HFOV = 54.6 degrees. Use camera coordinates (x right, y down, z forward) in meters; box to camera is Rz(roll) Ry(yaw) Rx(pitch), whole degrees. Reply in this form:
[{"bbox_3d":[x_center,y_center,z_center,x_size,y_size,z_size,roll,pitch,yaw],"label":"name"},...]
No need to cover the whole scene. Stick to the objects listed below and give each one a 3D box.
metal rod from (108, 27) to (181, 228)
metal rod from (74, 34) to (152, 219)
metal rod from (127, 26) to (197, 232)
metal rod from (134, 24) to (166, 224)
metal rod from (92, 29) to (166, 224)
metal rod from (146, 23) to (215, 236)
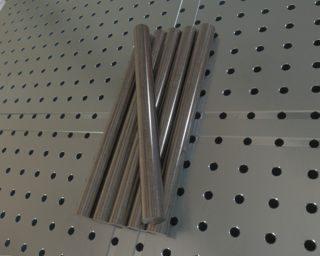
[{"bbox_3d":[-0.013,-0.017,0.425,0.025,0.025,0.300,1,62,29],"label":"metal rod"},{"bbox_3d":[-0.060,-0.020,0.451,0.025,0.025,0.300,1,62,29],"label":"metal rod"},{"bbox_3d":[0.010,-0.016,0.415,0.025,0.025,0.300,1,62,29],"label":"metal rod"},{"bbox_3d":[-0.018,-0.029,0.404,0.025,0.025,0.300,-18,55,18],"label":"metal rod"},{"bbox_3d":[-0.034,-0.018,0.437,0.025,0.025,0.300,1,62,29],"label":"metal rod"},{"bbox_3d":[0.033,-0.016,0.402,0.025,0.025,0.300,1,62,29],"label":"metal rod"}]
